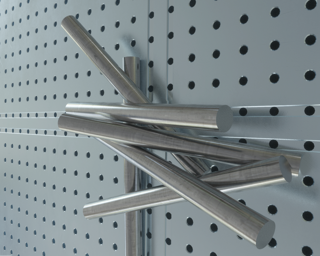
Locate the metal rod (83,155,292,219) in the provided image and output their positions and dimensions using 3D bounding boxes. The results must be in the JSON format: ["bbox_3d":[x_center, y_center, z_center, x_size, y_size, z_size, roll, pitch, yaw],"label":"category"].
[{"bbox_3d":[0.004,0.080,0.371,0.299,0.025,0.025,-22,76,38],"label":"metal rod"}]

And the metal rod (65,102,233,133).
[{"bbox_3d":[-0.041,-0.019,0.390,0.300,0.025,0.025,6,94,48],"label":"metal rod"}]

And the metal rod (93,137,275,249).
[{"bbox_3d":[-0.006,0.044,0.359,0.300,0.025,0.025,24,106,49],"label":"metal rod"}]

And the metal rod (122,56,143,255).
[{"bbox_3d":[-0.039,0.050,0.442,0.025,0.025,0.298,-1,89,40],"label":"metal rod"}]

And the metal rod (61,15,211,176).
[{"bbox_3d":[-0.042,-0.051,0.416,0.300,0.025,0.025,49,119,18],"label":"metal rod"}]

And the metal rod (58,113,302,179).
[{"bbox_3d":[0.002,0.014,0.364,0.300,0.025,0.025,10,96,26],"label":"metal rod"}]
